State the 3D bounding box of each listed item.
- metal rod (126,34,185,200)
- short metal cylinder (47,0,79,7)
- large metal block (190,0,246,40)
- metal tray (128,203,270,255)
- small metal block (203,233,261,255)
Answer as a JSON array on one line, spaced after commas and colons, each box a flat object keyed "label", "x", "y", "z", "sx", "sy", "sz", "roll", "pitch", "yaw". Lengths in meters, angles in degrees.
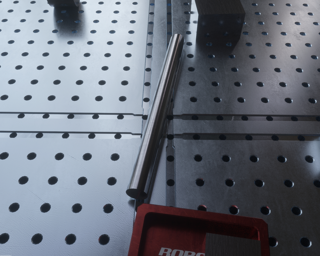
[{"label": "metal rod", "x": 0.002, "y": -0.039, "z": 0.440, "sx": 0.025, "sy": 0.025, "sz": 0.300, "roll": 8, "pitch": 50, "yaw": 7}, {"label": "short metal cylinder", "x": -0.191, "y": -0.280, "z": 0.605, "sx": 0.050, "sy": 0.080, "sz": 0.080, "roll": -1, "pitch": 50, "yaw": -1}, {"label": "large metal block", "x": 0.102, "y": -0.207, "z": 0.566, "sx": 0.081, "sy": 0.050, "sz": 0.080, "roll": -2, "pitch": 50, "yaw": -2}, {"label": "metal tray", "x": 0.036, "y": 0.127, "z": 0.297, "sx": 0.131, "sy": 0.030, "sz": 0.090, "roll": 6, "pitch": 50, "yaw": 5}, {"label": "small metal block", "x": 0.065, "y": 0.128, "z": 0.283, "sx": 0.050, "sy": 0.025, "sz": 0.050, "roll": 7, "pitch": 50, "yaw": 5}]
